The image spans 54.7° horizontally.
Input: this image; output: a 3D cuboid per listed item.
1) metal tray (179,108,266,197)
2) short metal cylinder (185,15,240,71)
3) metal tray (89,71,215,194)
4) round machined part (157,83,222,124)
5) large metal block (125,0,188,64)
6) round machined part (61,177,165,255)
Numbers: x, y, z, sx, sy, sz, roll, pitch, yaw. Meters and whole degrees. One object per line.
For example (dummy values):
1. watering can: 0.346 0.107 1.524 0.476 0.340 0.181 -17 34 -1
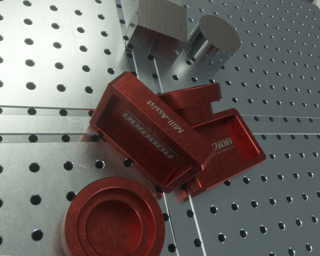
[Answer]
1. metal tray: 0.077 0.029 0.428 0.131 0.030 0.090 -17 71 -35
2. short metal cylinder: 0.088 -0.144 0.528 0.081 0.050 0.080 14 56 -21
3. metal tray: -0.014 0.009 0.353 0.130 0.090 0.030 42 51 0
4. round machined part: 0.032 -0.029 0.404 0.099 0.098 0.042 -17 99 -35
5. large metal block: -0.005 -0.157 0.485 0.081 0.050 0.080 14 56 -21
6. round machined part: -0.048 0.102 0.309 0.099 0.042 0.098 14 56 -21
